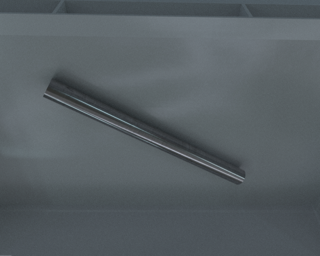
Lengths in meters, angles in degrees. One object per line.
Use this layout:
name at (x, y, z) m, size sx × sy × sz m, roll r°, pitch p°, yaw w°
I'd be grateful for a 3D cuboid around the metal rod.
metal rod at (-0.005, 0.014, 0.418) m, size 0.302 × 0.025 × 0.025 m, roll 26°, pitch 125°, yaw -21°
